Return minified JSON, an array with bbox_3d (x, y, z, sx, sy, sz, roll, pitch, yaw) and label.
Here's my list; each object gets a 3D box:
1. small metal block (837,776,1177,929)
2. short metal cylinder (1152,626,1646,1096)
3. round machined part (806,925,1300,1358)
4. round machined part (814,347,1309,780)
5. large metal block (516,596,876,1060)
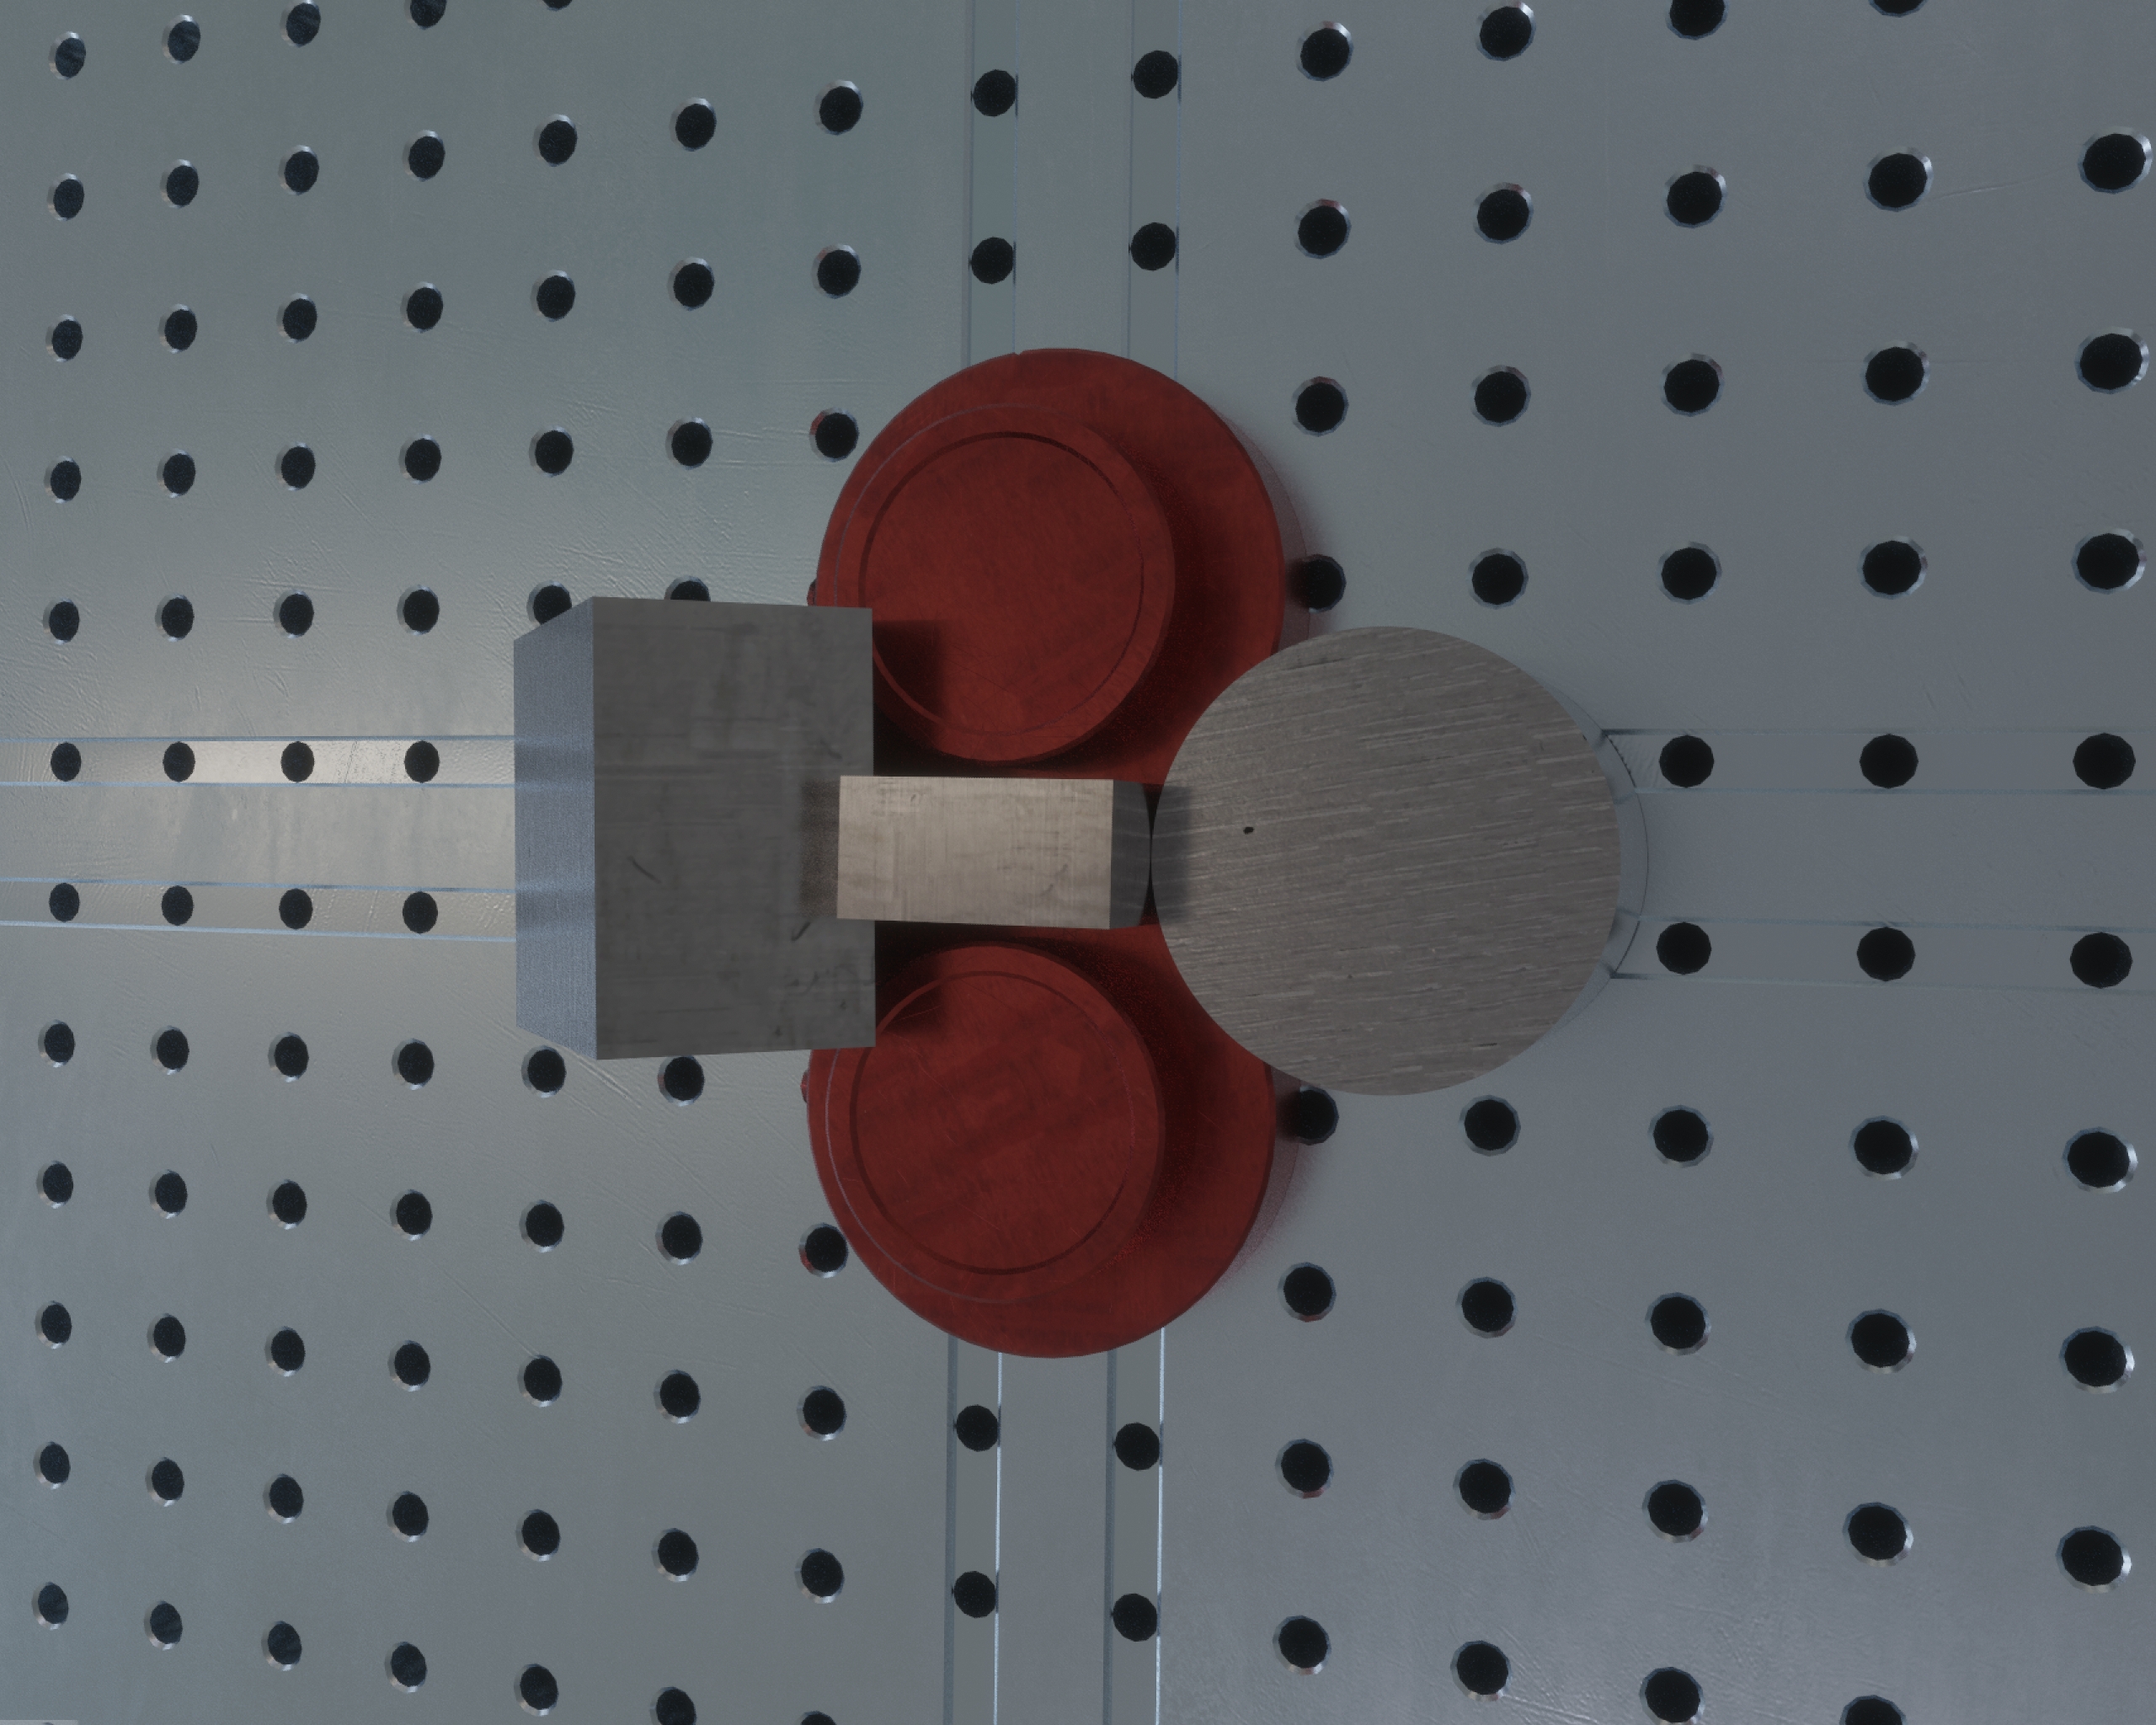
[{"bbox_3d":[-0.009,-0.002,0.379,0.050,0.050,0.025,2,91,20],"label":"small metal block"},{"bbox_3d":[0.059,0.000,0.377,0.080,0.050,0.080,0,90,20],"label":"short metal cylinder"},{"bbox_3d":[-0.009,0.048,0.407,0.098,0.042,0.097,0,90,20],"label":"round machined part"},{"bbox_3d":[-0.008,-0.052,0.406,0.098,0.042,0.097,0,90,20],"label":"round machined part"},{"bbox_3d":[-0.077,-0.006,0.404,0.050,0.080,0.080,0,90,-25],"label":"large metal block"}]
